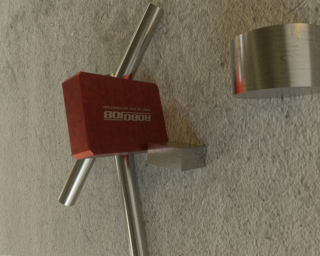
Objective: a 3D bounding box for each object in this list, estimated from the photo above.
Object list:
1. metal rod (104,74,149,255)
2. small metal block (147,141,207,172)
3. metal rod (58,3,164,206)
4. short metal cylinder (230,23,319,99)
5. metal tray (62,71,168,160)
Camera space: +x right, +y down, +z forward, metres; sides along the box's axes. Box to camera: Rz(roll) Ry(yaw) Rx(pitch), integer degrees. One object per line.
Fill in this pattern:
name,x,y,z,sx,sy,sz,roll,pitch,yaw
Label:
metal rod,-0.047,0.068,0.441,0.025,0.025,0.298,-17,80,38
small metal block,0.021,0.032,0.370,0.050,0.050,0.025,8,95,39
metal rod,-0.071,-0.026,0.429,0.025,0.025,0.298,32,100,35
short metal cylinder,0.106,-0.056,0.281,0.080,0.081,0.050,-3,88,39
metal tray,-0.048,-0.013,0.374,0.030,0.131,0.090,-17,79,38
